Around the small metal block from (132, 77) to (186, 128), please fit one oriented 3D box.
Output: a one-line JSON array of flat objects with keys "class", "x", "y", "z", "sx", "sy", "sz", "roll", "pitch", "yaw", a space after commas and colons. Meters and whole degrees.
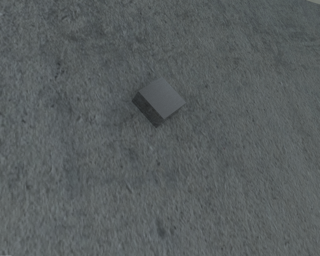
[{"class": "small metal block", "x": -0.001, "y": -0.036, "z": 0.424, "sx": 0.050, "sy": 0.025, "sz": 0.050, "roll": 48, "pitch": 51, "yaw": 5}]
